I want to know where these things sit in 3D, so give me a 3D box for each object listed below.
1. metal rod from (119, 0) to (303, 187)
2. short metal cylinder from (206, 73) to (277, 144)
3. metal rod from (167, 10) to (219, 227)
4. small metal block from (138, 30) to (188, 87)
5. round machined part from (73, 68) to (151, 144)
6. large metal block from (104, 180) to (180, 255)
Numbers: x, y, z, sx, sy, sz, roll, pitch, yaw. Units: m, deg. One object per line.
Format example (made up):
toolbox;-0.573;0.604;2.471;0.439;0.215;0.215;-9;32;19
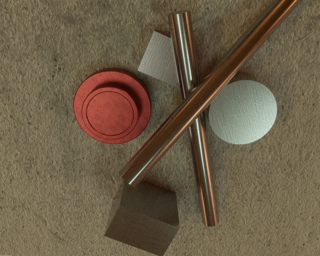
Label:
metal rod;0.063;-0.054;0.349;0.025;0.025;0.300;42;89;-14
short metal cylinder;0.098;-0.026;0.388;0.081;0.050;0.079;0;110;-1
metal rod;0.048;0.007;0.396;0.025;0.025;0.298;-10;116;3
small metal block;0.006;-0.085;0.378;0.050;0.025;0.050;22;108;-8
round machined part;-0.060;-0.024;0.391;0.099;0.042;0.097;0;110;-1
large metal block;-0.023;0.116;0.423;0.080;0.080;0.050;24;108;-9
